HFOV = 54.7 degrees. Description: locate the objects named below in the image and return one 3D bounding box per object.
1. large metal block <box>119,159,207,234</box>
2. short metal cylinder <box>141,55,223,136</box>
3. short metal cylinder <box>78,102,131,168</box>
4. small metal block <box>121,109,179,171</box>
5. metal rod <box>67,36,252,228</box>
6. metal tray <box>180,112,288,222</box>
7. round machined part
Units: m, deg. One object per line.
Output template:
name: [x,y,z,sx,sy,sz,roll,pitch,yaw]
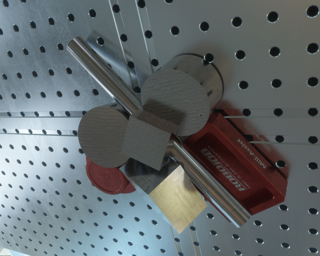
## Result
large metal block: [0.003,0.077,0.402,0.080,0.050,0.080,26,154,55]
short metal cylinder: [0.026,-0.038,0.354,0.080,0.050,0.079,13,124,21]
short metal cylinder: [-0.060,0.007,0.412,0.080,0.050,0.079,4,103,19]
small metal block: [-0.012,0.013,0.352,0.050,0.025,0.050,24,119,14]
metal rod: [-0.006,-0.001,0.377,0.300,0.025,0.025,46,130,8]
metal tray: [0.082,0.054,0.393,0.130,0.030,0.090,45,129,-4]
round machined part: [-0.073,0.062,0.471,0.098,0.042,0.097,13,124,21]
